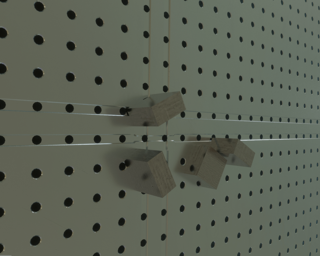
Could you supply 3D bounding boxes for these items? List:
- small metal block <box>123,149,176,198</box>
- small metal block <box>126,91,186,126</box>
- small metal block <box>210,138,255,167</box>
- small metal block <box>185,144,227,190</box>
[{"bbox_3d":[-0.013,0.055,0.384,0.025,0.050,0.050,-34,112,-35],"label":"small metal block"},{"bbox_3d":[-0.005,-0.024,0.391,0.050,0.050,0.025,-32,110,-36],"label":"small metal block"},{"bbox_3d":[0.113,0.039,0.491,0.050,0.050,0.025,35,68,-35],"label":"small metal block"},{"bbox_3d":[0.071,0.059,0.471,0.050,0.025,0.050,38,67,-34],"label":"small metal block"}]
